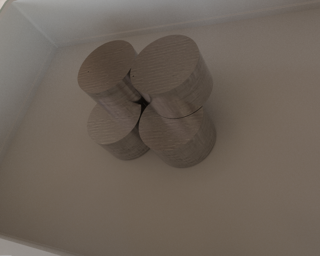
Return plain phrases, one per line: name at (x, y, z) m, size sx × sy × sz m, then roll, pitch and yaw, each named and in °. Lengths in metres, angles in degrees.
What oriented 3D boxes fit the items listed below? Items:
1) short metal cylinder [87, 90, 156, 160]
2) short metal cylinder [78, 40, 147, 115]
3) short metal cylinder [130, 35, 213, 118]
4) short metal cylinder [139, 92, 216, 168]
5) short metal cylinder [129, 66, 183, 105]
short metal cylinder at (-0.049, -0.004, 0.416) m, size 0.080 × 0.050 × 0.080 m, roll -13°, pitch 56°, yaw 21°
short metal cylinder at (-0.055, -0.063, 0.391) m, size 0.080 × 0.050 × 0.080 m, roll -13°, pitch 56°, yaw 21°
short metal cylinder at (0.014, -0.058, 0.350) m, size 0.080 × 0.050 × 0.080 m, roll -13°, pitch 56°, yaw 21°
short metal cylinder at (0.022, 0.002, 0.375) m, size 0.080 × 0.050 × 0.080 m, roll -13°, pitch 56°, yaw 21°
short metal cylinder at (0.006, -0.062, 0.423) m, size 0.080 × 0.050 × 0.080 m, roll -13°, pitch 56°, yaw 21°
